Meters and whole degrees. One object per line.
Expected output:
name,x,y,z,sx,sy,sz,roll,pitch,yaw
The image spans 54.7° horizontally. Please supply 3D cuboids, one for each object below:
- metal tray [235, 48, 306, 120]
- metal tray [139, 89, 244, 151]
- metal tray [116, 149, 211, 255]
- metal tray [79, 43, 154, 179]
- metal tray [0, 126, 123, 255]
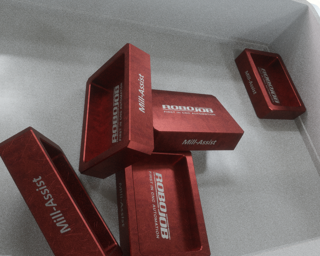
metal tray,0.196,-0.079,0.555,0.091,0.030,0.130,1,61,-28
metal tray,0.033,-0.011,0.406,0.131,0.030,0.090,2,38,-27
metal tray,0.000,0.085,0.350,0.091,0.030,0.130,6,59,-25
metal tray,-0.049,-0.019,0.345,0.030,0.090,0.130,23,51,-37
metal tray,-0.083,0.068,0.275,0.030,0.090,0.130,-32,79,-10
